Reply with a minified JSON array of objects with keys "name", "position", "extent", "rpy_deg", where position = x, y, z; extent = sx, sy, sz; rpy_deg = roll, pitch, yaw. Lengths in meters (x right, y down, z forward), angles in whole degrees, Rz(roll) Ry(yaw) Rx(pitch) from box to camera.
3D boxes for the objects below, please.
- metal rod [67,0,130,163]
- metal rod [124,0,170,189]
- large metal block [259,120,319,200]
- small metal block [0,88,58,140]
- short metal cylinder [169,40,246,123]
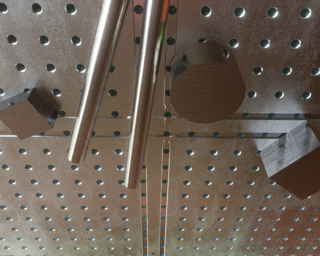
[{"name":"metal rod","position":[-0.070,-0.066,0.354],"extent":[0.025,0.025,0.298],"rpy_deg":[15,129,-13]},{"name":"metal rod","position":[-0.022,-0.027,0.388],"extent":[0.025,0.025,0.298],"rpy_deg":[6,130,-6]},{"name":"large metal block","position":[0.205,0.048,0.439],"extent":[0.080,0.050,0.080],"rpy_deg":[32,123,-25]},{"name":"small metal block","position":[-0.170,-0.017,0.395],"extent":[0.050,0.025,0.050],"rpy_deg":[-19,128,15]},{"name":"short metal cylinder","position":[0.051,-0.052,0.352],"extent":[0.081,0.050,0.079],"rpy_deg":[0,130,0]}]
